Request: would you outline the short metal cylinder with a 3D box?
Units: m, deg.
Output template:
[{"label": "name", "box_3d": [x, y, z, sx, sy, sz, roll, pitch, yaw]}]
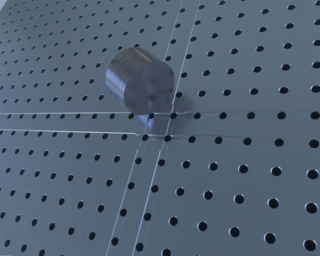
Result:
[{"label": "short metal cylinder", "box_3d": [-0.027, -0.064, 0.428, 0.080, 0.080, 0.050, -45, 51, -3]}]
